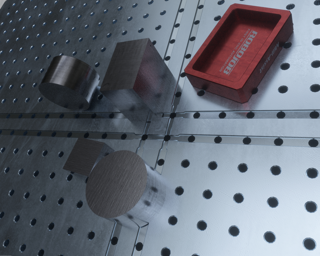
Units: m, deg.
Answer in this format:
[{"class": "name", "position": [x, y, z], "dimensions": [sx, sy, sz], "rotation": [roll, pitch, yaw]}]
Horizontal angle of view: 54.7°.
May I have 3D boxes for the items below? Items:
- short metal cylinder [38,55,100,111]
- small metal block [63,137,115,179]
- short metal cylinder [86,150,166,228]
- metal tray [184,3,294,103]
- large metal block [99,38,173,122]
[{"class": "short metal cylinder", "position": [-0.142, -0.069, 0.490], "dimensions": [0.080, 0.080, 0.050], "rotation": [2, 63, 29]}, {"class": "small metal block", "position": [-0.100, 0.044, 0.434], "dimensions": [0.050, 0.025, 0.050], "rotation": [9, 66, 32]}, {"class": "short metal cylinder", "position": [-0.040, 0.073, 0.368], "dimensions": [0.080, 0.050, 0.080], "rotation": [-13, 56, 21]}, {"class": "metal tray", "position": [0.105, -0.104, 0.413], "dimensions": [0.090, 0.030, 0.130], "rotation": [27, 76, 37]}, {"class": "large metal block", "position": [-0.029, -0.063, 0.427], "dimensions": [0.050, 0.080, 0.080], "rotation": [0, 62, 28]}]
